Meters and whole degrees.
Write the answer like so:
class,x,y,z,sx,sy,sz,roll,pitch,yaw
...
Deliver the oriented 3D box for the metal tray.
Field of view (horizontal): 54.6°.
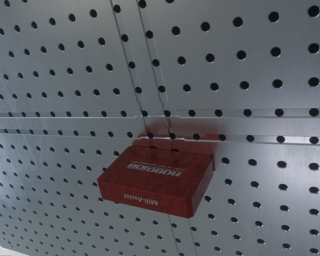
class,x,y,z,sx,sy,sz,roll,pitch,yaw
metal tray,-0.005,0.066,0.412,0.130,0.090,0.030,6,121,25
